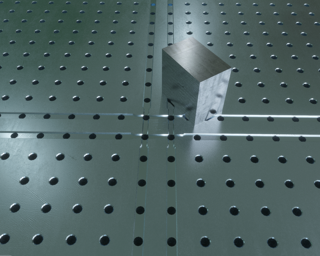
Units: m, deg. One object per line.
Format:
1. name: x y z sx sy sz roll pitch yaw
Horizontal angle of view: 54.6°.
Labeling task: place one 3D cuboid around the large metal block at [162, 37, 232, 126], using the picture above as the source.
1. large metal block: 0.046 -0.064 0.426 0.050 0.080 0.080 -27 55 -21
